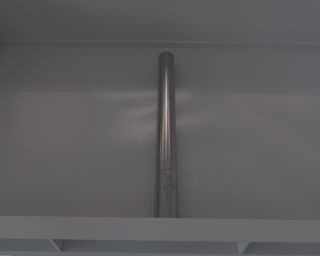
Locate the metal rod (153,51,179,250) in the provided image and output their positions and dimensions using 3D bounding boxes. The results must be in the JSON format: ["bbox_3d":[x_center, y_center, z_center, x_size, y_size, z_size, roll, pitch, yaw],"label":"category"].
[{"bbox_3d":[0.008,0.002,0.403,0.025,0.025,0.300,1,50,1],"label":"metal rod"}]
